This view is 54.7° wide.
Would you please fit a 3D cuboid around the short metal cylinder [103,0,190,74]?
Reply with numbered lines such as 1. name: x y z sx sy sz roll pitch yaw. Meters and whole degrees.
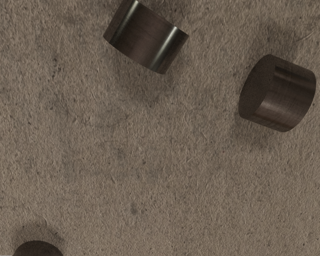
1. short metal cylinder: -0.015 -0.103 0.342 0.080 0.080 0.050 31 107 -11

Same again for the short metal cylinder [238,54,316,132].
1. short metal cylinder: 0.136 -0.041 0.368 0.050 0.080 0.079 20 109 -7

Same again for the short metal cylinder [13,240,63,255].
1. short metal cylinder: -0.194 0.222 0.476 0.081 0.050 0.079 0 110 -1
